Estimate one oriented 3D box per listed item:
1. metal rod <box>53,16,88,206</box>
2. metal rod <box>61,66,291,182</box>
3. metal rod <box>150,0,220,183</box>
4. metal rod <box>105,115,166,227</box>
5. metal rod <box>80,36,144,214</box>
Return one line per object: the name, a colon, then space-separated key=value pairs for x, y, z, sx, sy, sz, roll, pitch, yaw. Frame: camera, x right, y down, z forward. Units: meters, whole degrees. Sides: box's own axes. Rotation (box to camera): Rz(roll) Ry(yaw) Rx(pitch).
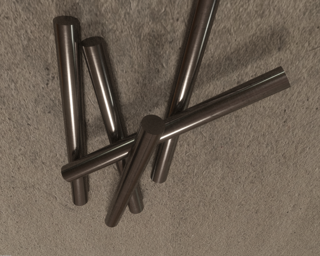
metal rod: x=-0.112 y=0.004 z=0.408 sx=0.025 sy=0.025 sz=0.298 roll=5 pitch=130 yaw=-5
metal rod: x=0.003 y=0.004 z=0.376 sx=0.300 sy=0.025 sz=0.025 roll=-24 pitch=126 yaw=19
metal rod: x=0.025 y=-0.037 z=0.375 sx=0.025 sy=0.025 sz=0.298 roll=8 pitch=130 yaw=-7
metal rod: x=-0.046 y=0.080 z=0.429 sx=0.025 sy=0.025 sz=0.298 roll=12 pitch=143 yaw=-10
metal rod: x=-0.056 y=0.021 z=0.424 sx=0.025 sy=0.025 sz=0.298 roll=-5 pitch=130 yaw=4
